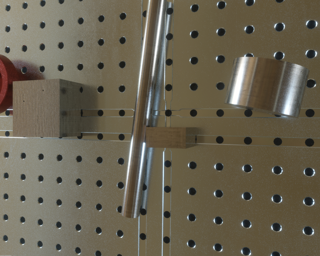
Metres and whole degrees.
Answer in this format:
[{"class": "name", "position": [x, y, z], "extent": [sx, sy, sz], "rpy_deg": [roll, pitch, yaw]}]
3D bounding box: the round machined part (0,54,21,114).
[{"class": "round machined part", "position": [-0.264, -0.070, 0.495], "extent": [0.098, 0.042, 0.097], "rpy_deg": [0, 90, 19]}]

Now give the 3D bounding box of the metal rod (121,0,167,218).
[{"class": "metal rod", "position": [-0.022, -0.028, 0.419], "extent": [0.025, 0.025, 0.298], "rpy_deg": [8, 93, 19]}]

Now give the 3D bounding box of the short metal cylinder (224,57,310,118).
[{"class": "short metal cylinder", "position": [0.116, -0.044, 0.342], "extent": [0.080, 0.080, 0.050], "rpy_deg": [13, 95, 19]}]

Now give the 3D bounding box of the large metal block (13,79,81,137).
[{"class": "large metal block", "position": [-0.166, -0.027, 0.456], "extent": [0.080, 0.050, 0.079], "rpy_deg": [0, 90, 19]}]

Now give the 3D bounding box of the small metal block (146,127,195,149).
[{"class": "small metal block", "position": [0.015, 0.011, 0.393], "extent": [0.050, 0.050, 0.025], "rpy_deg": [1, 90, 19]}]
